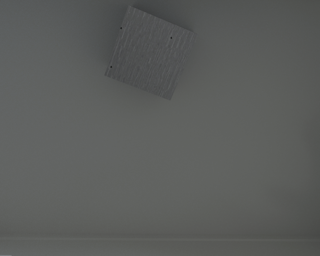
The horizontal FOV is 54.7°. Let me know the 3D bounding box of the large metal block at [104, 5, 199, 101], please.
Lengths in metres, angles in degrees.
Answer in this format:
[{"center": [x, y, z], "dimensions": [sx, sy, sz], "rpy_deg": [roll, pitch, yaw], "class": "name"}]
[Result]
[{"center": [-0.011, -0.089, 0.365], "dimensions": [0.080, 0.050, 0.079], "rpy_deg": [20, 109, -8], "class": "large metal block"}]
